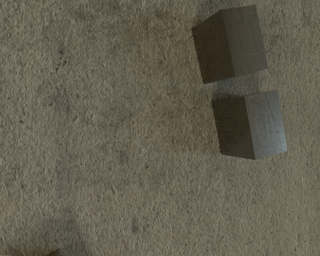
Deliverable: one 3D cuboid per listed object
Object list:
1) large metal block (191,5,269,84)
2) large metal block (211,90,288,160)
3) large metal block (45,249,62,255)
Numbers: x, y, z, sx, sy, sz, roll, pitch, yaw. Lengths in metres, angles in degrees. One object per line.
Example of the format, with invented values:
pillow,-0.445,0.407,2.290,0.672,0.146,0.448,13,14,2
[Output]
large metal block,0.090,-0.107,0.413,0.050,0.080,0.080,-15,95,-19
large metal block,0.119,-0.005,0.424,0.050,0.080,0.080,-13,95,-20
large metal block,-0.135,0.200,0.346,0.081,0.050,0.080,-25,99,-18
